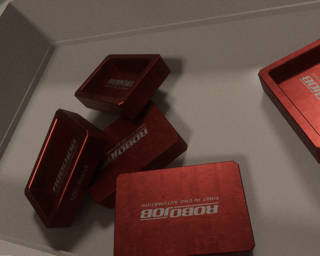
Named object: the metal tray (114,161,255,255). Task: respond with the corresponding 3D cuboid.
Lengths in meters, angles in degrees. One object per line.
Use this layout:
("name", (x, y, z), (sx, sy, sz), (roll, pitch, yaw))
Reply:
("metal tray", (0.021, 0.087, 0.317), (0.131, 0.030, 0.090), (-7, 57, 6))

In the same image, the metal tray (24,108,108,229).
("metal tray", (-0.125, 0.050, 0.400), (0.090, 0.030, 0.129), (29, 98, 44))

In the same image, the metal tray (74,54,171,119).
("metal tray", (-0.058, -0.065, 0.446), (0.130, 0.030, 0.090), (15, 62, 47))

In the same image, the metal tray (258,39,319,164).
("metal tray", (0.172, -0.035, 0.320), (0.090, 0.030, 0.130), (-27, 43, 10))

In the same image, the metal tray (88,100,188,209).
("metal tray", (-0.041, 0.030, 0.404), (0.130, 0.030, 0.090), (-38, 51, 1))
